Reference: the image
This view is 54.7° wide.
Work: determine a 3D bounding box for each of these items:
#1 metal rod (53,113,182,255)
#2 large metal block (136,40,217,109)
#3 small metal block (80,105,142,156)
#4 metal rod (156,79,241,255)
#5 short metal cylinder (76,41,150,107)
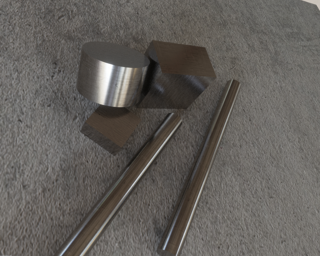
[{"bbox_3d":[-0.053,0.081,0.326,0.025,0.025,0.301,40,51,-2],"label":"metal rod"},{"bbox_3d":[0.015,-0.068,0.420,0.081,0.080,0.050,-1,62,-29],"label":"large metal block"},{"bbox_3d":[-0.059,-0.003,0.375,0.050,0.025,0.050,36,51,-5],"label":"small metal block"},{"bbox_3d":[0.065,0.032,0.420,0.025,0.025,0.301,34,51,-6],"label":"metal rod"},{"bbox_3d":[-0.058,-0.067,0.378,0.081,0.050,0.080,14,29,-7],"label":"short metal cylinder"}]
